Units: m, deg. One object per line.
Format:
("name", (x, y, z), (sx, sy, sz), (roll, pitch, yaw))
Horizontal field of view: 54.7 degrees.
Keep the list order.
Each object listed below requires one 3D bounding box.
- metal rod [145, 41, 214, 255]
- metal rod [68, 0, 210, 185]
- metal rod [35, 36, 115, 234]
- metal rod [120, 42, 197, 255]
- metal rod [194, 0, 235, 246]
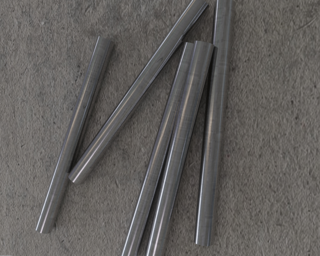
("metal rod", (0.021, 0.043, 0.391), (0.025, 0.025, 0.298), (16, 99, 19))
("metal rod", (-0.035, -0.043, 0.421), (0.025, 0.025, 0.299), (40, 102, 15))
("metal rod", (-0.126, 0.015, 0.453), (0.025, 0.025, 0.298), (22, 97, 18))
("metal rod", (0.000, 0.037, 0.408), (0.025, 0.025, 0.298), (19, 96, 19))
("metal rod", (0.067, -0.005, 0.385), (0.025, 0.025, 0.298), (5, 92, 20))
